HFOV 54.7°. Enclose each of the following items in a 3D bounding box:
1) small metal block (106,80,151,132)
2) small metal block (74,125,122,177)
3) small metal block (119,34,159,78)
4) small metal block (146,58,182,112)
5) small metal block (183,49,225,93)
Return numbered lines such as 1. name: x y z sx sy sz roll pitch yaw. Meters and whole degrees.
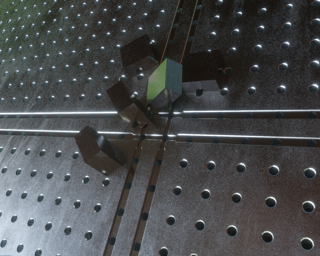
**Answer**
1. small metal block: -0.044 -0.030 0.432 0.025 0.050 0.050 -35 52 5
2. small metal block: -0.083 0.031 0.415 0.025 0.050 0.050 -38 51 3
3. small metal block: -0.034 -0.115 0.495 0.050 0.025 0.050 -24 53 13
4. small metal block: 0.006 -0.058 0.424 0.050 0.025 0.050 -39 40 49
5. small metal block: 0.058 -0.077 0.424 0.050 0.025 0.050 -1 61 27
